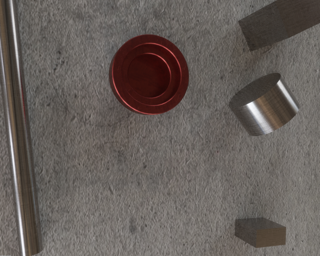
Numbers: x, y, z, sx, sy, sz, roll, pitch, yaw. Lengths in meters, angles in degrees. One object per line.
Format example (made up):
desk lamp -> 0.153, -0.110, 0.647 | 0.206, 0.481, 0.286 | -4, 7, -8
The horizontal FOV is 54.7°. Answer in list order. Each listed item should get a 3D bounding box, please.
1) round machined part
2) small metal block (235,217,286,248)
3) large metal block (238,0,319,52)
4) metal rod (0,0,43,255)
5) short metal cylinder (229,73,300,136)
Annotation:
round machined part -> -0.016, -0.065, 0.395 | 0.099, 0.042, 0.097 | 0, 90, -21
small metal block -> 0.146, 0.151, 0.452 | 0.050, 0.050, 0.025 | 3, 89, -20
large metal block -> 0.176, -0.157, 0.447 | 0.081, 0.080, 0.050 | -28, 100, -18
metal rod -> -0.161, -0.007, 0.349 | 0.025, 0.025, 0.298 | -6, 92, -20
short metal cylinder -> 0.145, -0.033, 0.435 | 0.080, 0.080, 0.050 | -41, 104, -16
